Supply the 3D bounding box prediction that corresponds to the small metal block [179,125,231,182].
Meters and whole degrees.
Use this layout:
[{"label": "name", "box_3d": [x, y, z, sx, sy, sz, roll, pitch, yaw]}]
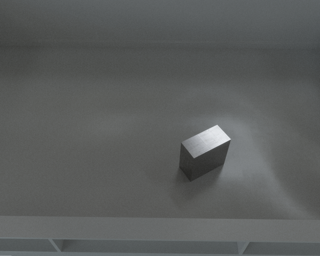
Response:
[{"label": "small metal block", "box_3d": [0.051, 0.030, 0.364, 0.050, 0.050, 0.025, -25, 54, -19]}]
